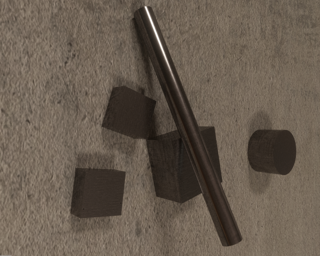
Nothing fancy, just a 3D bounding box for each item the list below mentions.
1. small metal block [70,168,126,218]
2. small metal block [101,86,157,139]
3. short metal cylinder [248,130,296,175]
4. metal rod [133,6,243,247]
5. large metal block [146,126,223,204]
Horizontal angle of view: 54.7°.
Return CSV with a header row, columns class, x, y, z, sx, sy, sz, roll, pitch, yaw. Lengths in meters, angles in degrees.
class,x,y,z,sx,sy,sz,roll,pitch,yaw
small metal block,-0.069,0.072,0.349,0.050,0.025,0.050,9,84,-40
small metal block,-0.037,-0.018,0.376,0.050,0.025,0.050,23,76,-38
short metal cylinder,0.204,0.043,0.564,0.081,0.050,0.079,0,90,-40
metal rod,0.031,-0.007,0.374,0.025,0.025,0.299,-16,82,-39
large metal block,0.034,0.045,0.420,0.081,0.050,0.079,-17,101,-39
